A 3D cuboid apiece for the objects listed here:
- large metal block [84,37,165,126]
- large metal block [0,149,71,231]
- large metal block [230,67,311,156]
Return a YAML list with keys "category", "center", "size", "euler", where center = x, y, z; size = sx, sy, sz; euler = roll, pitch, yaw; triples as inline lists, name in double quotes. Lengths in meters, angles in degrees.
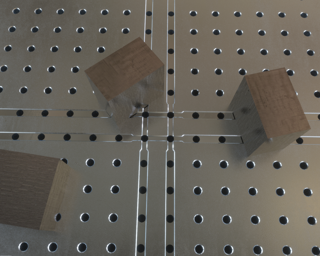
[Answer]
- category: "large metal block"
  center: [-0.042, -0.058, 0.404]
  size: [0.080, 0.080, 0.050]
  euler: [-35, 74, -12]
- category: "large metal block"
  center: [-0.162, 0.075, 0.370]
  size: [0.080, 0.050, 0.080]
  euler: [9, 70, 3]
- category: "large metal block"
  center: [0.133, -0.017, 0.389]
  size: [0.050, 0.080, 0.080]
  euler: [-12, 71, -4]
